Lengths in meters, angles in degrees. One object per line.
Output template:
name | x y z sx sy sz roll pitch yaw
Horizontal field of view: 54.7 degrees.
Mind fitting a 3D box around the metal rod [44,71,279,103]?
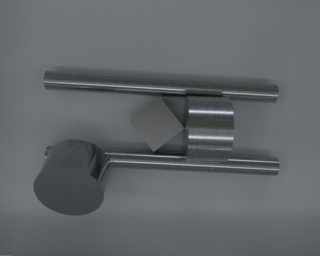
metal rod | 0.002 -0.054 0.409 0.302 0.025 0.025 3 90 -1

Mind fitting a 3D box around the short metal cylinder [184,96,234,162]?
short metal cylinder | 0.057 0.001 0.383 0.050 0.080 0.079 2 90 0

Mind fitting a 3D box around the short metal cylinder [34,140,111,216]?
short metal cylinder | -0.105 0.061 0.379 0.081 0.050 0.079 1 124 1

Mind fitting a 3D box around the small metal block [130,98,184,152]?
small metal block | -0.004 -0.004 0.410 0.050 0.025 0.050 -38 91 0

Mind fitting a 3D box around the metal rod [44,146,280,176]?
metal rod | 0.003 0.043 0.409 0.302 0.025 0.025 3 90 -1
